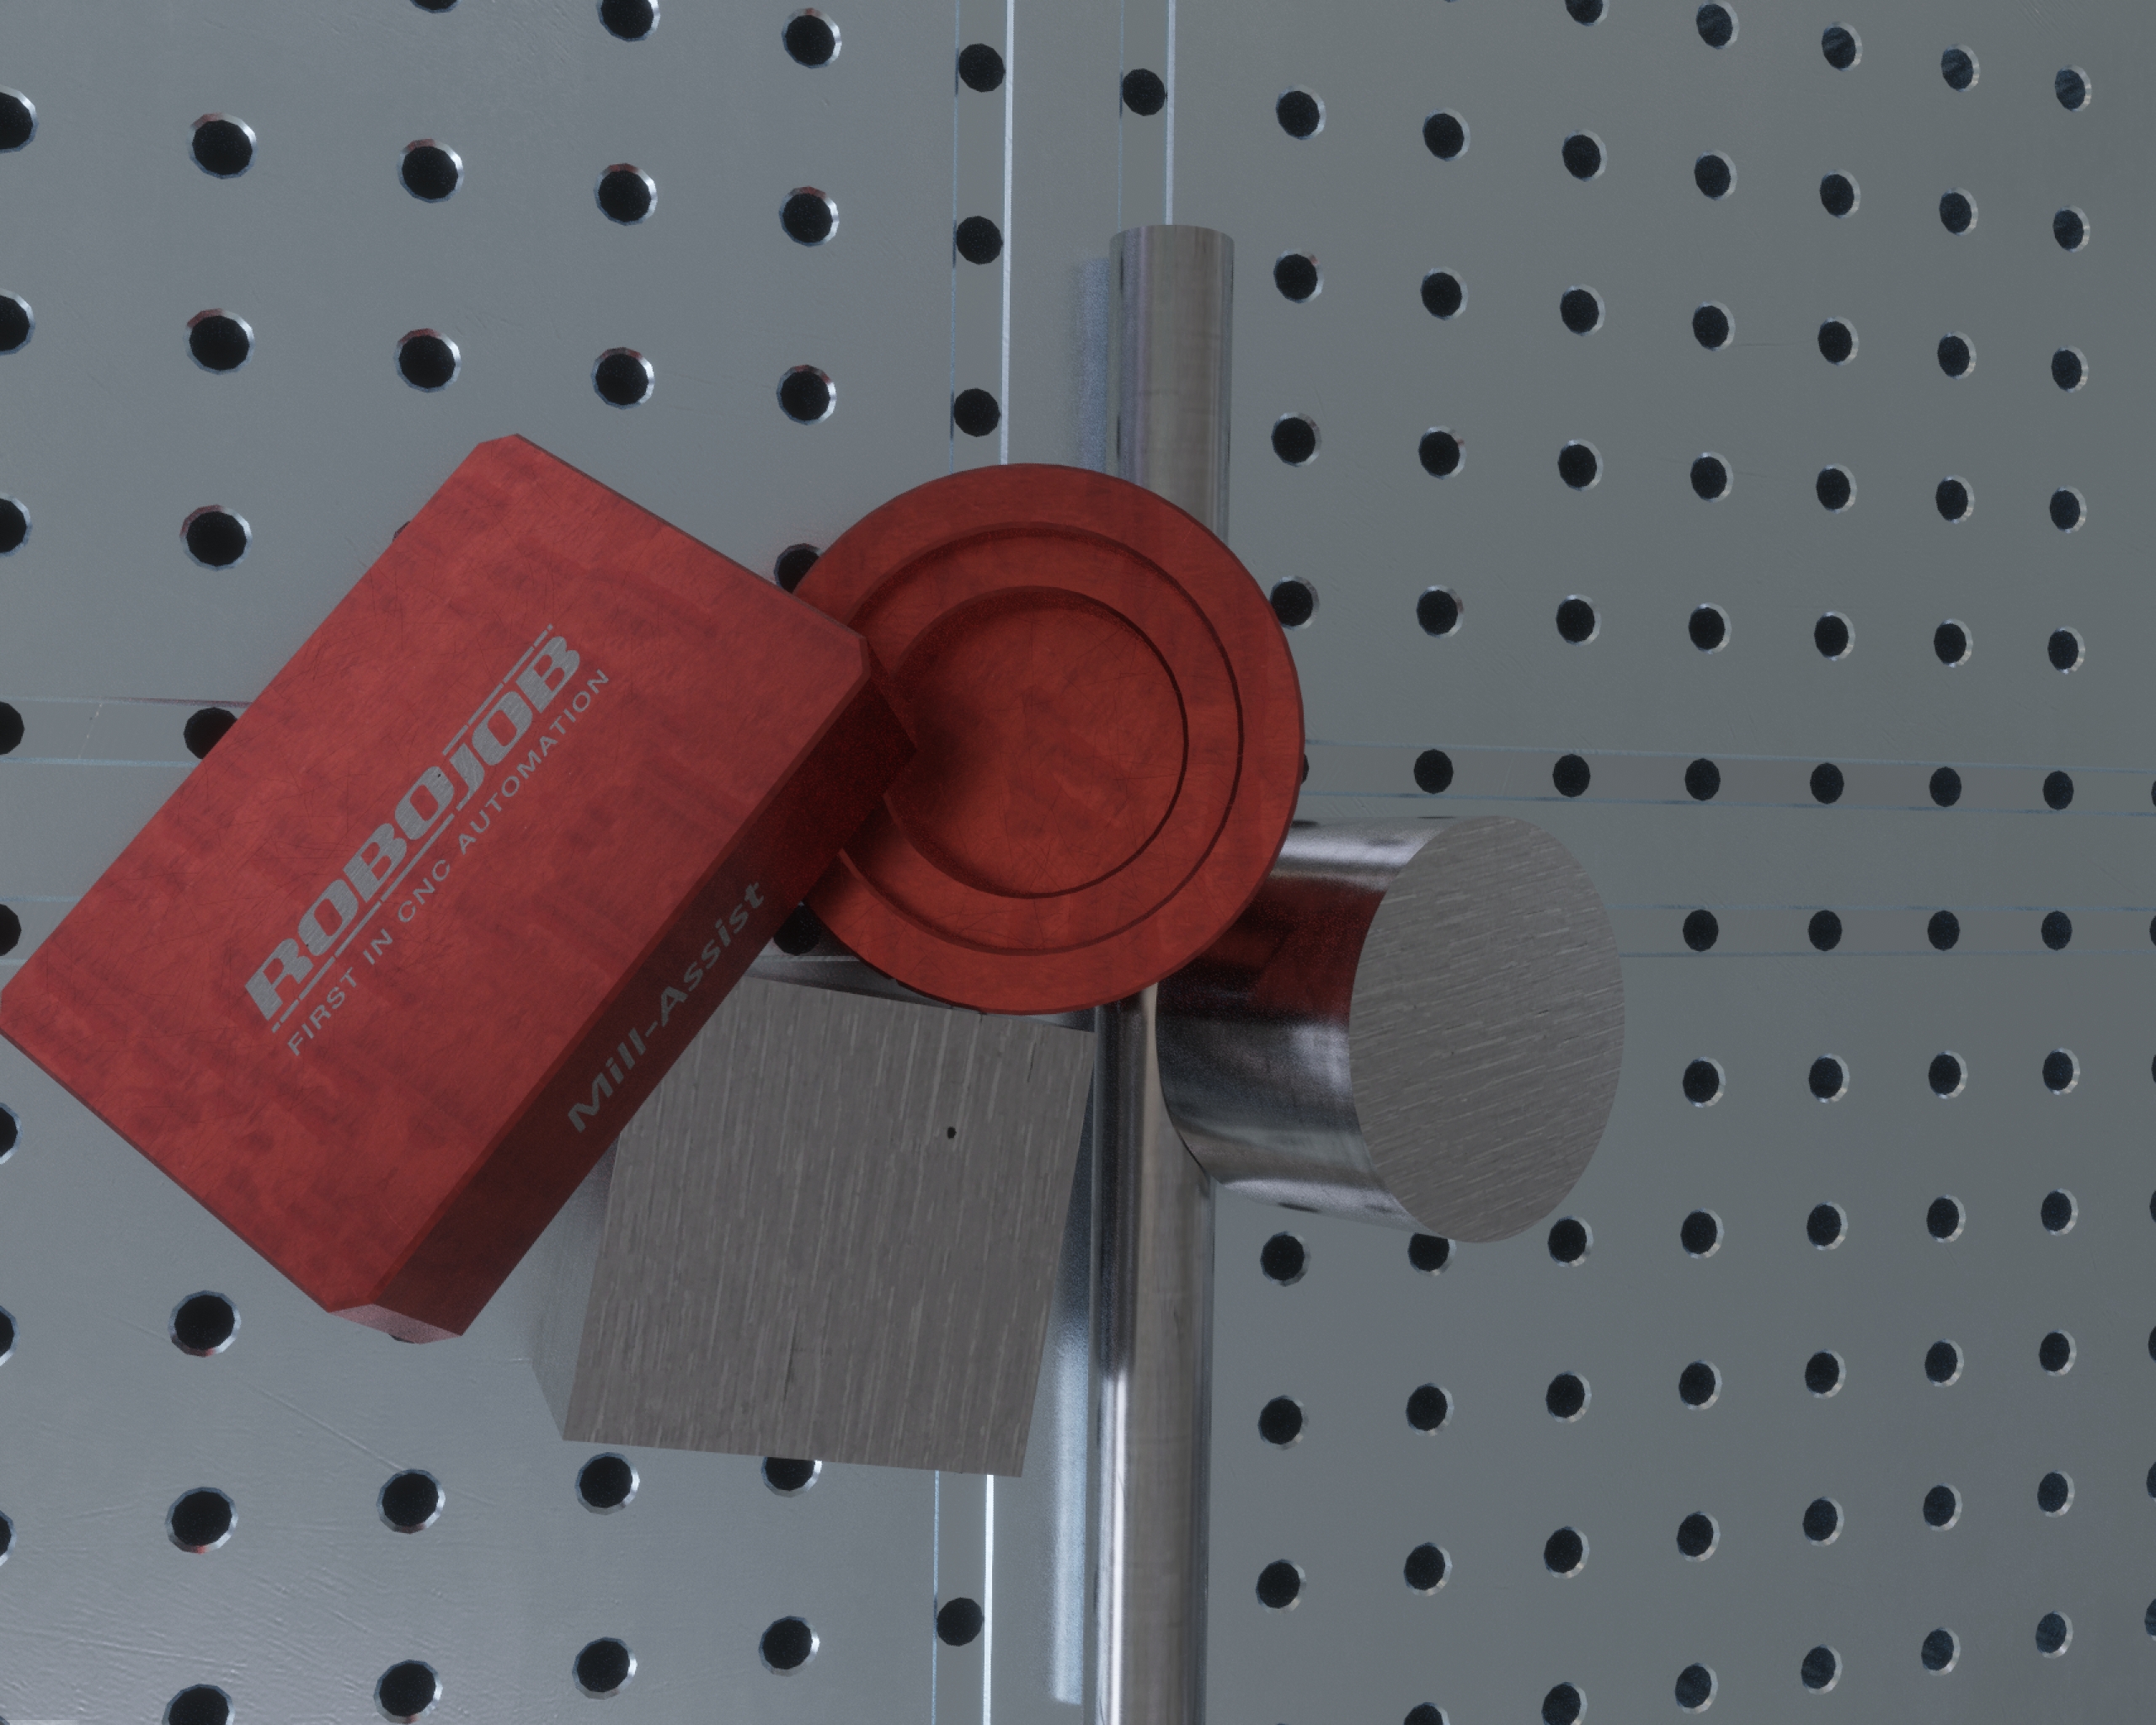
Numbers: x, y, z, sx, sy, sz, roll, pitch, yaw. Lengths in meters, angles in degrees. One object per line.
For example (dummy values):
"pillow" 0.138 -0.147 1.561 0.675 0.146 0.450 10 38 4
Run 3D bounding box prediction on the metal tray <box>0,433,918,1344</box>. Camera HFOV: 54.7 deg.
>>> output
"metal tray" -0.101 0.001 0.347 0.090 0.030 0.130 32 77 22

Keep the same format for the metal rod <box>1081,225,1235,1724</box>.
"metal rod" 0.016 0.024 0.419 0.025 0.025 0.298 1 90 -20

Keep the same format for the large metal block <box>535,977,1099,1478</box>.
"large metal block" -0.049 0.062 0.381 0.081 0.050 0.080 11 86 -20

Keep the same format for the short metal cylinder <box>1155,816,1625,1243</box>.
"short metal cylinder" 0.062 0.031 0.408 0.081 0.050 0.079 0 91 -40

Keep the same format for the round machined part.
"round machined part" -0.008 -0.021 0.387 0.099 0.042 0.097 0 89 5
